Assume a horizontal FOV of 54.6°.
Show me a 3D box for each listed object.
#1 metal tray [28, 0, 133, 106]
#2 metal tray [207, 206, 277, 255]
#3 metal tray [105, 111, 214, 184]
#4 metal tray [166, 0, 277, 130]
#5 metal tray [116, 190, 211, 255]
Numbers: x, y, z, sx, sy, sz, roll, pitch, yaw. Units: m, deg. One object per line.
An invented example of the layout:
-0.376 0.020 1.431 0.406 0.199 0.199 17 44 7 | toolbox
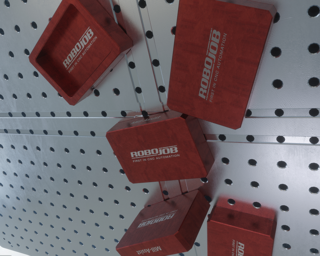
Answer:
-0.107 -0.099 0.403 0.090 0.030 0.129 48 129 -6 | metal tray
0.118 0.183 0.459 0.090 0.030 0.129 9 122 23 | metal tray
-0.002 0.028 0.427 0.130 0.030 0.090 -11 113 33 | metal tray
0.060 -0.070 0.333 0.090 0.030 0.129 19 126 17 | metal tray
0.004 0.146 0.457 0.130 0.090 0.030 -29 102 38 | metal tray
